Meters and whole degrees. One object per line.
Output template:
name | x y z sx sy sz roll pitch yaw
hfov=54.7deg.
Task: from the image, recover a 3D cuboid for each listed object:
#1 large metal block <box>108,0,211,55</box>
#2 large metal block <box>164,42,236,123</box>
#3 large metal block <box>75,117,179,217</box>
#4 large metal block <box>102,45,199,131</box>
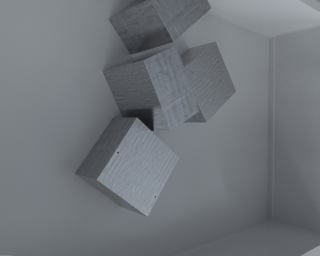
large metal block | 0.000 -0.137 0.372 0.080 0.080 0.050 -48 119 -29
large metal block | 0.053 -0.063 0.437 0.080 0.050 0.080 -43 116 -32
large metal block | -0.036 0.044 0.362 0.080 0.050 0.080 45 63 -31
large metal block | -0.011 -0.043 0.363 0.050 0.080 0.080 -34 112 -35
